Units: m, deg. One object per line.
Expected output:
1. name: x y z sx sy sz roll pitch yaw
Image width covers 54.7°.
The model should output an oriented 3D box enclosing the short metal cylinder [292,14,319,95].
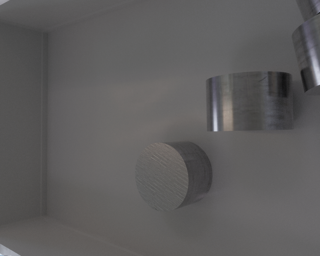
1. short metal cylinder: 0.152 -0.061 0.245 0.080 0.081 0.050 -15 80 39

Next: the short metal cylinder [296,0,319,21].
1. short metal cylinder: 0.151 -0.118 0.246 0.080 0.081 0.050 -24 75 37

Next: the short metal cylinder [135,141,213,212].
1. short metal cylinder: 0.016 0.057 0.377 0.080 0.050 0.080 0 90 40

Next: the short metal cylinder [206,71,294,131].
1. short metal cylinder: 0.086 -0.022 0.300 0.080 0.081 0.050 -2 89 40
